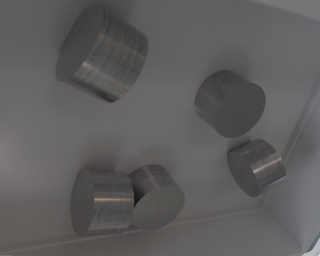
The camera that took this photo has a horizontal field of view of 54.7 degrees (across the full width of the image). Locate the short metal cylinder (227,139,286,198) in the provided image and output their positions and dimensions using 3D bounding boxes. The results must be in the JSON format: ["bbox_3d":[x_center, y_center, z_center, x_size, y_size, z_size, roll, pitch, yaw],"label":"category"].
[{"bbox_3d":[0.152,0.063,0.495,0.050,0.080,0.080,-24,127,-14],"label":"short metal cylinder"}]

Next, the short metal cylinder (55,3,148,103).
[{"bbox_3d":[-0.057,-0.070,0.298,0.050,0.080,0.080,25,105,-37],"label":"short metal cylinder"}]

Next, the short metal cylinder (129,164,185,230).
[{"bbox_3d":[-0.011,0.100,0.448,0.081,0.050,0.079,-14,124,-21],"label":"short metal cylinder"}]

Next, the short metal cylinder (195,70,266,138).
[{"bbox_3d":[0.095,-0.033,0.424,0.081,0.050,0.079,-14,124,-21],"label":"short metal cylinder"}]

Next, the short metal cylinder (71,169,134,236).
[{"bbox_3d":[-0.074,0.093,0.390,0.050,0.080,0.079,9,114,-33],"label":"short metal cylinder"}]
